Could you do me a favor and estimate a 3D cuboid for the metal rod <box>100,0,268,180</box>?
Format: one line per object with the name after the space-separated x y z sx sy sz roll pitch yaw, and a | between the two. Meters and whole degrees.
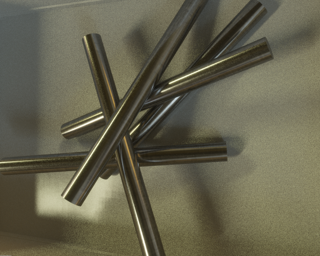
0.018 -0.041 0.404 0.299 0.025 0.025 -46 76 14 | metal rod

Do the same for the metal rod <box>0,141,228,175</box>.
-0.066 0.041 0.406 0.301 0.025 0.025 -5 89 9 | metal rod

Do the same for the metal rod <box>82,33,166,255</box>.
-0.045 0.023 0.378 0.025 0.025 0.299 -21 79 19 | metal rod

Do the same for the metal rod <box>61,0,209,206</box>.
-0.022 -0.047 0.366 0.025 0.025 0.300 28 79 18 | metal rod

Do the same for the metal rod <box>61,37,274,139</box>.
-0.012 -0.039 0.391 0.300 0.025 0.025 -19 84 27 | metal rod
